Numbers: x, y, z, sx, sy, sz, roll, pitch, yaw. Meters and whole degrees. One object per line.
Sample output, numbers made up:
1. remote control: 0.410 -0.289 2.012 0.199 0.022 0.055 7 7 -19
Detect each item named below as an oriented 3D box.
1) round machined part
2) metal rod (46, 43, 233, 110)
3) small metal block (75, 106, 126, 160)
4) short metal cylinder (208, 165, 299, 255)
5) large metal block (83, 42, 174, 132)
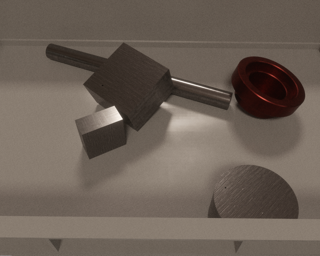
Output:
1. round machined part: 0.144 -0.051 0.429 0.099 0.042 0.098 11 48 -12
2. metal rod: -0.040 -0.082 0.473 0.301 0.025 0.025 18 52 14
3. small metal block: -0.072 0.006 0.383 0.050 0.050 0.025 -22 54 -18
4. short metal cylinder: 0.093 0.085 0.319 0.081 0.050 0.080 0 50 0
5. large metal block: -0.040 -0.056 0.418 0.080 0.050 0.080 35 76 23
